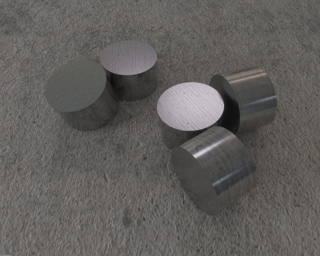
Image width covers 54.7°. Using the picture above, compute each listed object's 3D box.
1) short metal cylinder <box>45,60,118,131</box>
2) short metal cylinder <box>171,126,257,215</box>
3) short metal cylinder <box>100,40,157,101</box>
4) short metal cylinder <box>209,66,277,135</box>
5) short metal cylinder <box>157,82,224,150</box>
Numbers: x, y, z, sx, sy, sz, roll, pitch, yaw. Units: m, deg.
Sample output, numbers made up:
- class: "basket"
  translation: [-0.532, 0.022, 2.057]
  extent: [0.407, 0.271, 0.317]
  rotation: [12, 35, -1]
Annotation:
- class: "short metal cylinder"
  translation: [-0.102, -0.043, 0.410]
  extent: [0.080, 0.050, 0.080]
  rotation: [-4, 61, 8]
- class: "short metal cylinder"
  translation: [0.055, 0.045, 0.330]
  extent: [0.050, 0.080, 0.080]
  rotation: [-27, 55, -20]
- class: "short metal cylinder"
  translation: [-0.044, -0.085, 0.458]
  extent: [0.081, 0.050, 0.080]
  rotation: [0, 50, 0]
- class: "short metal cylinder"
  translation: [0.103, -0.035, 0.397]
  extent: [0.050, 0.080, 0.080]
  rotation: [-16, 52, -13]
- class: "short metal cylinder"
  translation: [0.039, -0.012, 0.392]
  extent: [0.080, 0.050, 0.080]
  rotation: [-3, 51, 4]
